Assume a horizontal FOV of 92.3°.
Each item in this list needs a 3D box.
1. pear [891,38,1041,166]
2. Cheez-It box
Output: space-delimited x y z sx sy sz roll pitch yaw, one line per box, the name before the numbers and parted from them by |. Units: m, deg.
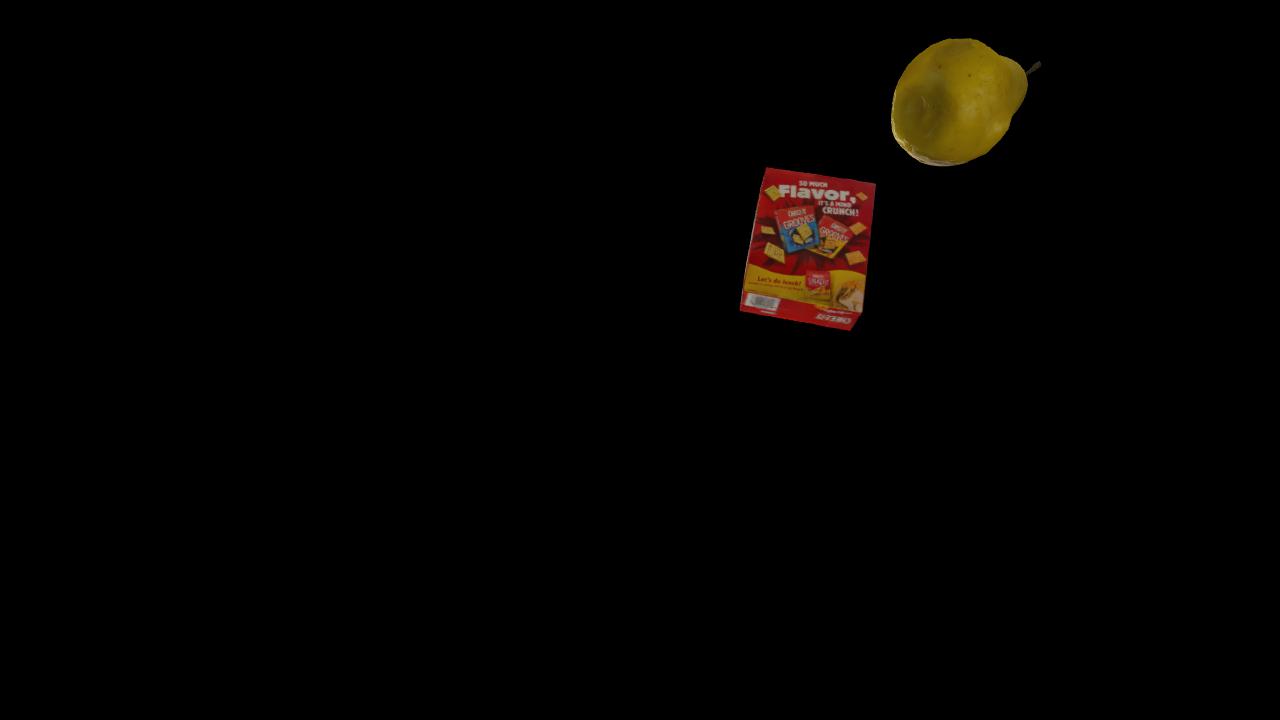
pear | 0.228 -0.177 0.420 0.111 0.080 0.080 -16 6 -22
Cheez-It box | 0.244 -0.166 0.901 0.166 0.223 0.071 11 -21 6
